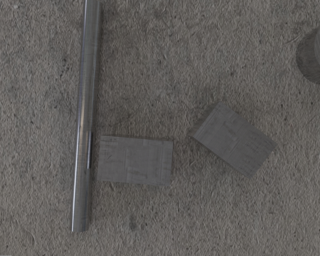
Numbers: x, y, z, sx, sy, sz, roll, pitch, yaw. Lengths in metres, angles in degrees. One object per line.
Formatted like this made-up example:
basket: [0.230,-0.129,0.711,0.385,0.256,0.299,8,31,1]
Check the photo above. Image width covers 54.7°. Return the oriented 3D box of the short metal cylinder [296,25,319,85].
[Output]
short metal cylinder: [0.227,-0.098,0.399,0.081,0.050,0.080,0,90,0]

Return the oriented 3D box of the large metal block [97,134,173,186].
large metal block: [-0.027,0.036,0.382,0.080,0.080,0.050,5,90,0]

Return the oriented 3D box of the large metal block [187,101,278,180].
large metal block: [0.084,0.013,0.383,0.080,0.080,0.050,37,90,0]

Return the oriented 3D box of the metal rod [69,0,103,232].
metal rod: [-0.097,-0.016,0.409,0.025,0.025,0.298,4,90,0]
